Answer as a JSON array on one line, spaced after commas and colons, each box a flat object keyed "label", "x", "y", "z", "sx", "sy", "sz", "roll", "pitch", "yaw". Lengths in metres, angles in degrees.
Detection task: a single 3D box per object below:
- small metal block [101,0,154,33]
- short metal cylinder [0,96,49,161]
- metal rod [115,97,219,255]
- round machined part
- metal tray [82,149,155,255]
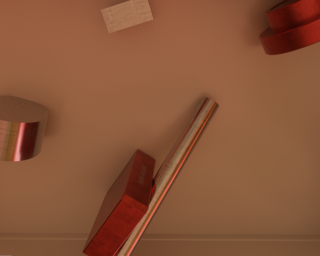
[{"label": "small metal block", "x": -0.035, "y": -0.128, "z": 0.350, "sx": 0.050, "sy": 0.050, "sz": 0.025, "roll": -16, "pitch": 110, "yaw": 5}, {"label": "short metal cylinder", "x": -0.183, "y": -0.001, "z": 0.379, "sx": 0.080, "sy": 0.080, "sz": 0.050, "roll": 16, "pitch": 109, "yaw": -6}, {"label": "metal rod", "x": -0.012, "y": 0.093, "z": 0.381, "sx": 0.025, "sy": 0.025, "sz": 0.300, "roll": 33, "pitch": 82, "yaw": -12}, {"label": "round machined part", "x": 0.153, "y": -0.120, "z": 0.331, "sx": 0.098, "sy": 0.098, "sz": 0.042, "roll": -26, "pitch": 106, "yaw": 9}, {"label": "metal tray", "x": -0.046, "y": 0.091, "z": 0.387, "sx": 0.030, "sy": 0.130, "sz": 0.090, "roll": 33, "pitch": 107, "yaw": -8}]
